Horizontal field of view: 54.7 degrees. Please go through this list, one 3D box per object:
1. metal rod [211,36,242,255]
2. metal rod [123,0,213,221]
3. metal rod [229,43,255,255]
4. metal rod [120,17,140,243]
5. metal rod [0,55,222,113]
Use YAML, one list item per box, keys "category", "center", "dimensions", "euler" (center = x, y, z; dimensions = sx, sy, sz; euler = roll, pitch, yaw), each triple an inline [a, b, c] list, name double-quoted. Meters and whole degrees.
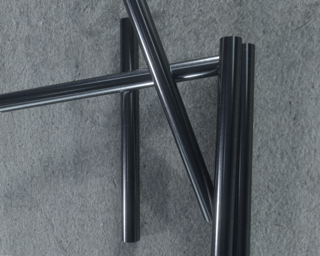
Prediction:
- category: "metal rod"
  center: [0.076, 0.047, 0.359]
  dimensions: [0.025, 0.025, 0.298]
  euler: [3, 92, 19]
- category: "metal rod"
  center: [0.015, -0.029, 0.369]
  dimensions: [0.025, 0.025, 0.298]
  euler: [-18, 97, 19]
- category: "metal rod"
  center: [0.098, 0.050, 0.374]
  dimensions: [0.025, 0.025, 0.298]
  euler: [1, 90, 19]
- category: "metal rod"
  center: [-0.041, 0.002, 0.422]
  dimensions: [0.025, 0.025, 0.298]
  euler: [-1, 90, 19]
- category: "metal rod"
  center: [-0.066, -0.056, 0.399]
  dimensions: [0.301, 0.025, 0.025]
  euler: [-9, 87, 7]
